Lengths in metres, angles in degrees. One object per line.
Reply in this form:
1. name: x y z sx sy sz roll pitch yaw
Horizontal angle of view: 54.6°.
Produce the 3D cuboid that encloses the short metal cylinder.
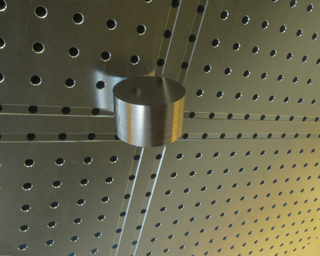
1. short metal cylinder: -0.012 -0.021 0.355 0.081 0.080 0.050 -12 124 -22
